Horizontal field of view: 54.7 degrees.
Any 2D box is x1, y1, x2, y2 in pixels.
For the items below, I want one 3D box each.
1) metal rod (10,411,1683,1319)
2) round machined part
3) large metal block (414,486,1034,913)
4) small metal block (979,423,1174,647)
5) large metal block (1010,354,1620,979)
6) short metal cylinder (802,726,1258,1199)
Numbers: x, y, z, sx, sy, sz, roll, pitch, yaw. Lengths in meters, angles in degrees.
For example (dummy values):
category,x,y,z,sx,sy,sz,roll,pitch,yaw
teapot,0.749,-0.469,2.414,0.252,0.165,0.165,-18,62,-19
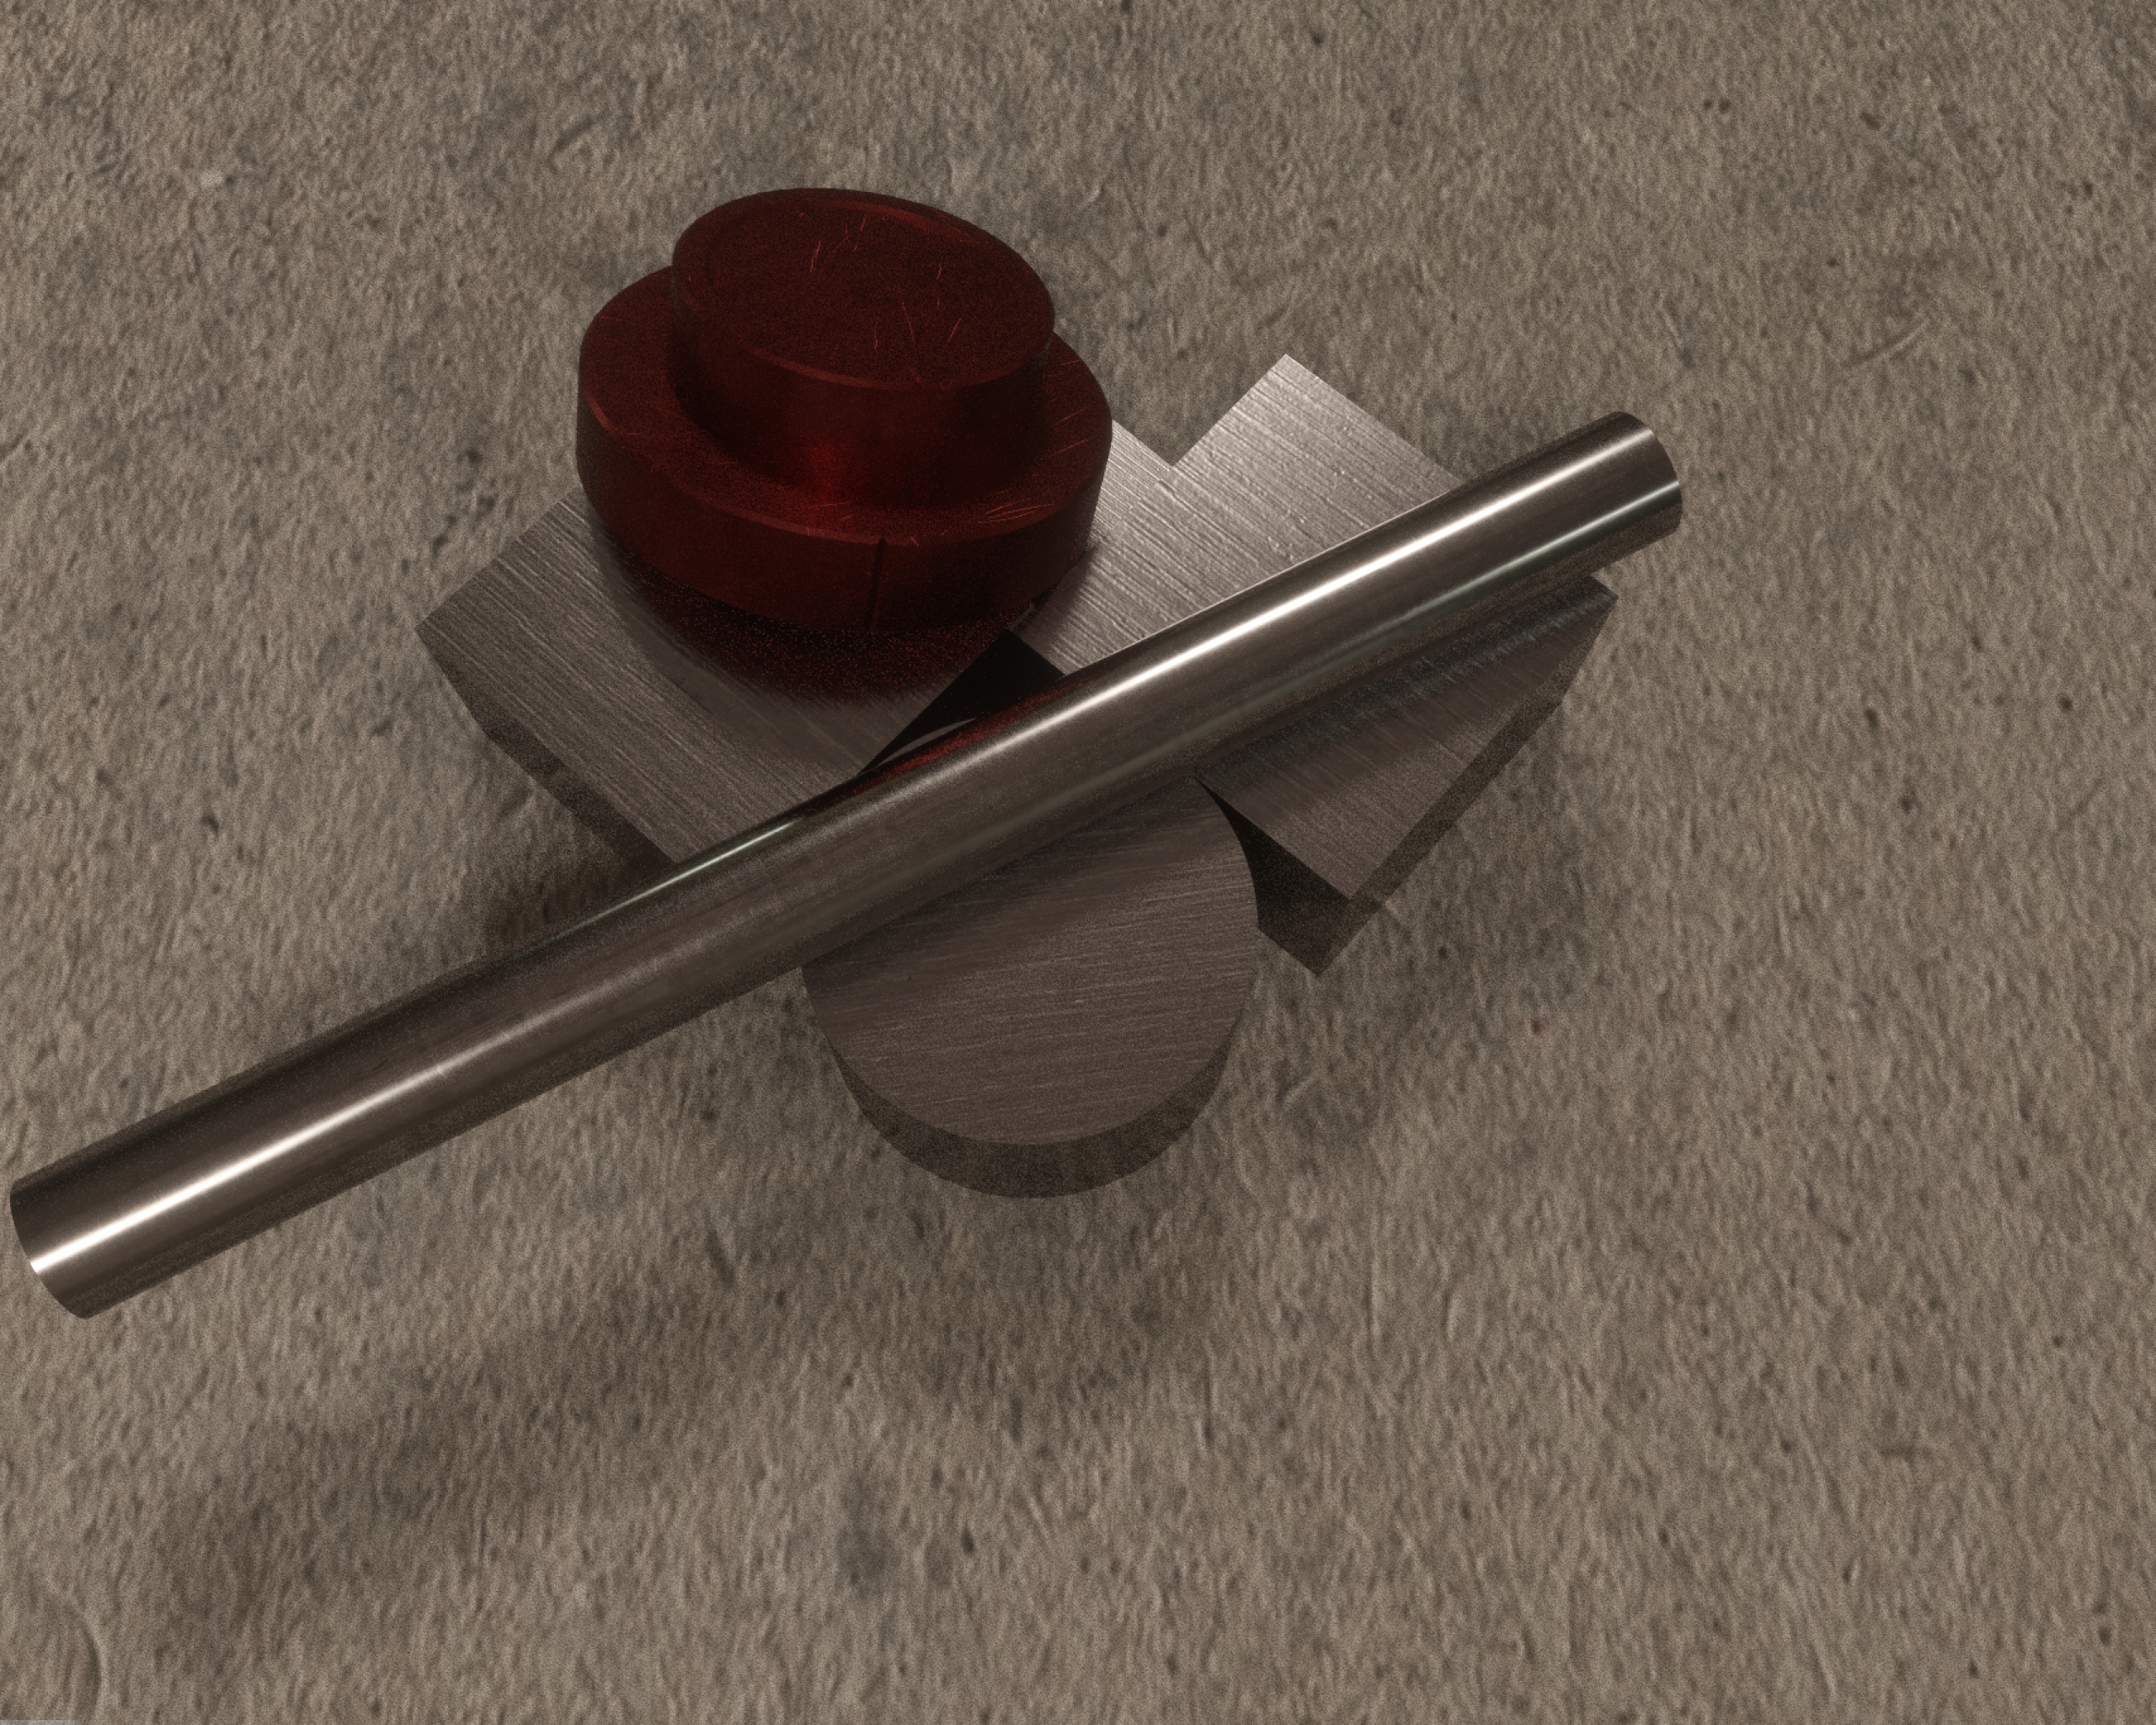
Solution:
category,x,y,z,sx,sy,sz,roll,pitch,yaw
metal rod,-0.030,-0.005,0.357,0.302,0.025,0.025,-27,73,-10
round machined part,-0.041,-0.089,0.385,0.099,0.042,0.098,8,43,-8
large metal block,-0.065,-0.037,0.408,0.080,0.050,0.080,40,75,13
small metal block,-0.010,-0.070,0.434,0.050,0.025,0.050,41,75,13
large metal block,0.044,-0.038,0.411,0.080,0.050,0.080,40,74,13
short metal cylinder,-0.009,0.018,0.389,0.081,0.050,0.080,0,70,0
